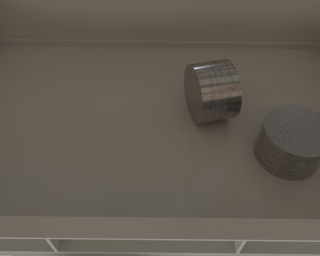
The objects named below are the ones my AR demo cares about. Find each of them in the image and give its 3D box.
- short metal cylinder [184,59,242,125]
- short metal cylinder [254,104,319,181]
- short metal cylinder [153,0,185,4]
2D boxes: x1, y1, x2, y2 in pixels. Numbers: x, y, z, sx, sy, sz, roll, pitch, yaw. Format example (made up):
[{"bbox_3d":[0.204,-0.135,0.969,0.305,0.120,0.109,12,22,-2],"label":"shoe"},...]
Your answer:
[{"bbox_3d":[0.067,-0.048,0.411,0.050,0.080,0.080,-10,51,-9],"label":"short metal cylinder"},{"bbox_3d":[0.161,0.017,0.377,0.081,0.050,0.080,0,50,0],"label":"short metal cylinder"},{"bbox_3d":[0.019,-0.302,0.645,0.081,0.050,0.080,0,50,0],"label":"short metal cylinder"}]
